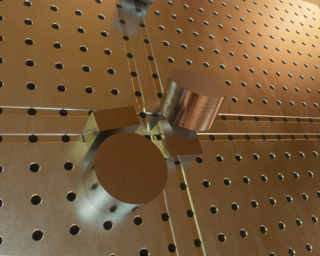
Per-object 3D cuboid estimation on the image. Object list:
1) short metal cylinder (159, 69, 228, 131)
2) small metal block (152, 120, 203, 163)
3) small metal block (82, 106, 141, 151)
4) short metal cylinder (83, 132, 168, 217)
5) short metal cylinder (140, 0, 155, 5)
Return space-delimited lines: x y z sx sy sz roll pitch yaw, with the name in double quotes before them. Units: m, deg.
"short metal cylinder" 0.044 -0.040 0.420 0.081 0.050 0.080 14 30 -8
"small metal block" 0.023 0.017 0.410 0.050 0.025 0.050 -2 63 -29
"small metal block" -0.057 0.000 0.361 0.050 0.050 0.025 -11 67 -33
"short metal cylinder" -0.039 0.051 0.340 0.081 0.050 0.080 14 56 -21
"short metal cylinder" -0.024 -0.255 0.515 0.050 0.080 0.080 18 55 -18
